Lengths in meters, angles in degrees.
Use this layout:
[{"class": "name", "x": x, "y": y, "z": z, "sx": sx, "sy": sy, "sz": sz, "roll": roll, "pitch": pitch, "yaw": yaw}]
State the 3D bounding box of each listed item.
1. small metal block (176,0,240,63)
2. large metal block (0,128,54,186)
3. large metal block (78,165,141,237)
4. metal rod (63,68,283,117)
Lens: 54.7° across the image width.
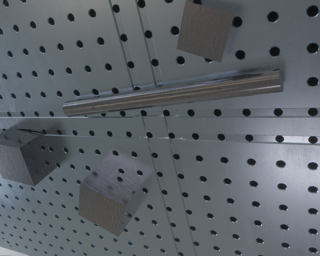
[{"class": "small metal block", "x": 0.049, "y": -0.102, "z": 0.322, "sx": 0.050, "sy": 0.025, "sz": 0.050, "roll": 21, "pitch": 127, "yaw": 15}, {"class": "large metal block", "x": -0.250, "y": 0.051, "z": 0.558, "sx": 0.080, "sy": 0.050, "sz": 0.079, "roll": 7, "pitch": 122, "yaw": 24}, {"class": "large metal block", "x": -0.086, "y": 0.120, "z": 0.515, "sx": 0.080, "sy": 0.050, "sz": 0.079, "roll": 24, "pitch": 127, "yaw": 13}, {"class": "metal rod", "x": -0.006, "y": -0.039, "z": 0.390, "sx": 0.300, "sy": 0.025, "sz": 0.025, "roll": -4, "pitch": 116, "yaw": 30}]
